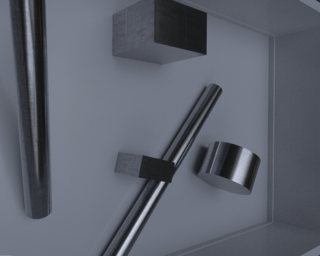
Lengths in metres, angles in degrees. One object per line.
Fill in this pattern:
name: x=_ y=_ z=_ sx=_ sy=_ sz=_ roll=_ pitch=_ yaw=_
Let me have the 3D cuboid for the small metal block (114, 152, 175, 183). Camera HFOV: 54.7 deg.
small metal block: x=-0.019 y=0.048 z=0.376 sx=0.050 sy=0.050 sz=0.025 roll=18 pitch=79 yaw=-39

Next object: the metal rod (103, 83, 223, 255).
metal rod: x=0.011 y=0.054 z=0.417 sx=0.025 sy=0.025 sz=0.300 roll=49 pitch=61 yaw=-30

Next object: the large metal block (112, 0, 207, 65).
large metal block: x=-0.001 y=-0.112 z=0.371 sx=0.081 sy=0.080 sz=0.050 roll=0 pitch=90 yaw=-40

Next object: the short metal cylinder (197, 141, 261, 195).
short metal cylinder: x=0.102 y=0.060 z=0.459 sx=0.080 sy=0.080 sz=0.050 roll=36 pitch=68 yaw=-35

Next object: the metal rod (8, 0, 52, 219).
metal rod: x=-0.102 y=-0.051 z=0.245 sx=0.025 sy=0.025 sz=0.298 roll=-15 pitch=124 yaw=-39
